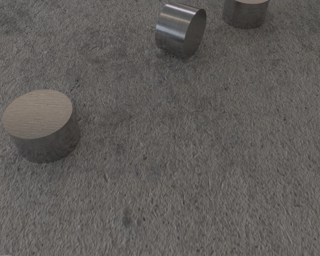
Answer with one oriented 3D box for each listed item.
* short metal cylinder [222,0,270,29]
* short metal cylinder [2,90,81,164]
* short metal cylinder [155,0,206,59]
[{"bbox_3d":[0.161,-0.230,0.581,0.080,0.050,0.080,0,50,0],"label":"short metal cylinder"},{"bbox_3d":[-0.145,-0.003,0.388,0.080,0.050,0.080,0,50,0],"label":"short metal cylinder"},{"bbox_3d":[0.035,-0.159,0.501,0.050,0.080,0.080,25,54,19],"label":"short metal cylinder"}]
